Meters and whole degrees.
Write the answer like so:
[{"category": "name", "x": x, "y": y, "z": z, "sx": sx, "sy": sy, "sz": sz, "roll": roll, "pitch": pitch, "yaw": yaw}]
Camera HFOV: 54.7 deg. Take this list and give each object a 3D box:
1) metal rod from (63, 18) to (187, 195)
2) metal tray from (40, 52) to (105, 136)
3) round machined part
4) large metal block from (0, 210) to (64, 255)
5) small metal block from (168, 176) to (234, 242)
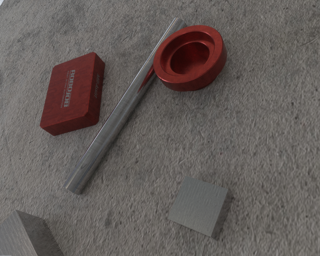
[{"category": "metal rod", "x": -0.044, "y": -0.040, "z": 0.451, "sx": 0.025, "sy": 0.025, "sz": 0.300, "roll": 21, "pitch": 72, "yaw": 35}, {"category": "metal tray", "x": -0.142, "y": -0.057, "z": 0.510, "sx": 0.090, "sy": 0.030, "sz": 0.130, "roll": -14, "pitch": 56, "yaw": 20}, {"category": "round machined part", "x": 0.044, "y": -0.090, "z": 0.425, "sx": 0.098, "sy": 0.042, "sz": 0.098, "roll": -13, "pitch": 56, "yaw": 21}, {"category": "large metal block", "x": -0.174, "y": 0.163, "z": 0.379, "sx": 0.080, "sy": 0.050, "sz": 0.080, "roll": -47, "pitch": 51, "yaw": -5}, {"category": "small metal block", "x": 0.044, "y": 0.084, "z": 0.329, "sx": 0.050, "sy": 0.025, "sz": 0.050, "roll": 13, "pitch": 68, "yaw": 33}]
